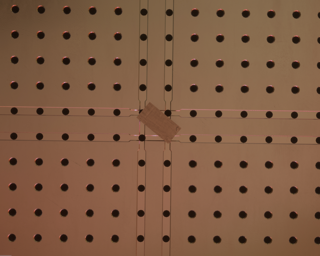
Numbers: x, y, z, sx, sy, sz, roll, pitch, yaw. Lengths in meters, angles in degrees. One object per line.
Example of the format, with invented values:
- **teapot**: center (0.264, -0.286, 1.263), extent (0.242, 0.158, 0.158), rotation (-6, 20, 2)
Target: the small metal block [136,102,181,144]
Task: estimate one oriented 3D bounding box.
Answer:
- **small metal block**: center (-0.001, -0.006, 0.401), extent (0.050, 0.050, 0.025), rotation (40, 90, -1)
